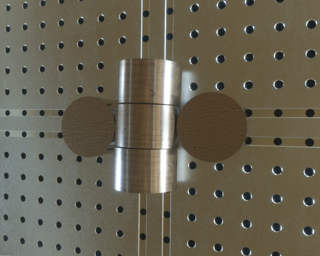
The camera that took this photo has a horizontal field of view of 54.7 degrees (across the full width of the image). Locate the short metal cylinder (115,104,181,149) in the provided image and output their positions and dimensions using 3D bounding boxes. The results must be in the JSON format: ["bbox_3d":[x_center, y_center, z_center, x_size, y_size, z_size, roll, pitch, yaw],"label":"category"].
[{"bbox_3d":[-0.015,-0.002,0.387,0.080,0.080,0.050,2,91,19],"label":"short metal cylinder"}]

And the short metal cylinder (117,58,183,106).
[{"bbox_3d":[-0.013,-0.054,0.386,0.080,0.080,0.050,3,91,19],"label":"short metal cylinder"}]

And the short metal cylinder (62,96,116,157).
[{"bbox_3d":[-0.086,-0.002,0.428,0.080,0.050,0.079,0,90,19],"label":"short metal cylinder"}]

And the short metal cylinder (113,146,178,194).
[{"bbox_3d":[-0.018,0.048,0.388,0.080,0.080,0.050,1,91,19],"label":"short metal cylinder"}]

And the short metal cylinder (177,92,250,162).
[{"bbox_3d":[0.066,-0.001,0.375,0.080,0.050,0.079,0,90,19],"label":"short metal cylinder"}]
